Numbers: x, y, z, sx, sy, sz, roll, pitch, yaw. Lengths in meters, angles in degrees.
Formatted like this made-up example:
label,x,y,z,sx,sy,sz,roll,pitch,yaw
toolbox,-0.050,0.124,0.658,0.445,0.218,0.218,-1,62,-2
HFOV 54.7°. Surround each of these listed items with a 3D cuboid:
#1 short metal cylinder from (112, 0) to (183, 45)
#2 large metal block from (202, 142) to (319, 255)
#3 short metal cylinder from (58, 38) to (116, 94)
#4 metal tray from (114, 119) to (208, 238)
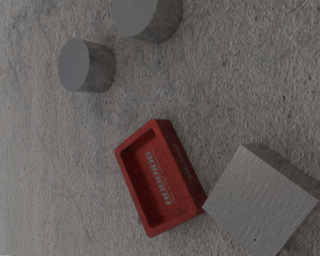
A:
label,x,y,z,sx,sy,sz,roll,pitch,yaw
short metal cylinder,-0.017,-0.154,0.403,0.080,0.050,0.079,0,90,40
large metal block,0.102,0.070,0.305,0.080,0.050,0.079,40,114,32
short metal cylinder,-0.115,-0.095,0.483,0.080,0.050,0.079,0,90,40
metal tray,-0.002,0.064,0.403,0.090,0.030,0.130,-38,67,33
